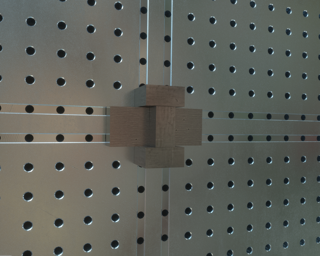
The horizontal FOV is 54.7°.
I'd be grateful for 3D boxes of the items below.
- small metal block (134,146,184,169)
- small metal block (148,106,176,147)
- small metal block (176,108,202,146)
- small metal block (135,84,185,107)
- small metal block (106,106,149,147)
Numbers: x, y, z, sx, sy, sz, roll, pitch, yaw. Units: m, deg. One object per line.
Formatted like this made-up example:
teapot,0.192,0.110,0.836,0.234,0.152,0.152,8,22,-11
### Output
small metal block,-0.002,0.036,0.399,0.050,0.050,0.025,1,90,-20
small metal block,-0.002,-0.002,0.399,0.025,0.050,0.050,1,90,-20
small metal block,0.029,-0.001,0.424,0.050,0.025,0.050,1,90,-21
small metal block,-0.001,-0.039,0.399,0.050,0.050,0.025,1,90,-20
small metal block,-0.042,-0.002,0.398,0.050,0.025,0.050,1,90,-21
